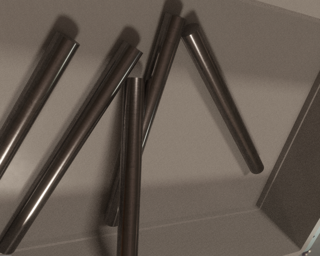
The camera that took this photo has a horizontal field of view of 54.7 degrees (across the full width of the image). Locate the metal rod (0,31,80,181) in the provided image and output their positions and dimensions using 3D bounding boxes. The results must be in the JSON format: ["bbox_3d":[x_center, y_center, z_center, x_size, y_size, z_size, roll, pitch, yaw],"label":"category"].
[{"bbox_3d":[-0.173,0.032,0.334,0.025,0.025,0.299,26,104,-38],"label":"metal rod"}]

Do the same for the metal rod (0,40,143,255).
[{"bbox_3d":[-0.113,0.031,0.367,0.025,0.025,0.299,26,104,-38],"label":"metal rod"}]

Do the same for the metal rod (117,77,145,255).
[{"bbox_3d":[-0.036,0.091,0.365,0.025,0.025,0.298,2,92,-30],"label":"metal rod"}]

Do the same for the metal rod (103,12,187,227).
[{"bbox_3d":[-0.026,0.006,0.399,0.025,0.025,0.298,5,116,-31],"label":"metal rod"}]

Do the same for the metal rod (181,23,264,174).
[{"bbox_3d":[0.103,-0.021,0.453,0.025,0.025,0.300,-39,130,-2],"label":"metal rod"}]
